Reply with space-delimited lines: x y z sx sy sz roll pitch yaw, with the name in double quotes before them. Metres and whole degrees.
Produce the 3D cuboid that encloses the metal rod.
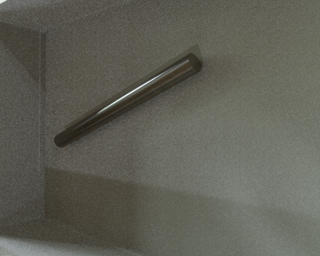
"metal rod" -0.067 -0.028 0.459 0.299 0.025 0.025 -25 75 37
